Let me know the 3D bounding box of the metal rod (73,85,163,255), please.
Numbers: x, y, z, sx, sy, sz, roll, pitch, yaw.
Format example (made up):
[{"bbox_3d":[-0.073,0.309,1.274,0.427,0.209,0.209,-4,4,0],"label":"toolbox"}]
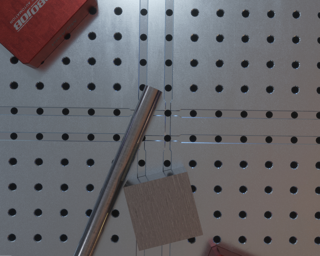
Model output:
[{"bbox_3d":[-0.066,0.085,0.412,0.025,0.025,0.299,23,90,-1],"label":"metal rod"}]

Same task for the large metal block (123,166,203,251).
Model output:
[{"bbox_3d":[0.004,0.101,0.401,0.080,0.050,0.080,-14,90,-1],"label":"large metal block"}]

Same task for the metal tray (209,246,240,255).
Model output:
[{"bbox_3d":[0.116,0.227,0.412,0.131,0.030,0.090,23,90,-1],"label":"metal tray"}]

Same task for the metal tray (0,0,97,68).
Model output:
[{"bbox_3d":[-0.160,-0.156,0.409,0.090,0.030,0.130,43,90,-1],"label":"metal tray"}]
